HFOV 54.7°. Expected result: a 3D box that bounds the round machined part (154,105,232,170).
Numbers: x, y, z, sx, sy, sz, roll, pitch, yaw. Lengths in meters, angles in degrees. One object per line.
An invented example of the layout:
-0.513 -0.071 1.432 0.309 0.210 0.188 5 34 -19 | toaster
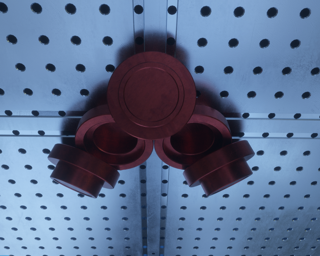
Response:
0.042 0.008 0.408 0.099 0.042 0.097 -1 130 0 | round machined part

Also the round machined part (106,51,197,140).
-0.009 -0.035 0.337 0.099 0.042 0.097 0 92 -1 | round machined part

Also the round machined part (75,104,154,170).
-0.057 0.007 0.405 0.099 0.042 0.097 -1 130 0 | round machined part

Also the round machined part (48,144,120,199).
-0.108 0.063 0.422 0.098 0.042 0.098 20 158 9 | round machined part

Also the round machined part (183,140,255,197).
0.084 0.058 0.416 0.099 0.042 0.098 -24 162 -8 | round machined part
